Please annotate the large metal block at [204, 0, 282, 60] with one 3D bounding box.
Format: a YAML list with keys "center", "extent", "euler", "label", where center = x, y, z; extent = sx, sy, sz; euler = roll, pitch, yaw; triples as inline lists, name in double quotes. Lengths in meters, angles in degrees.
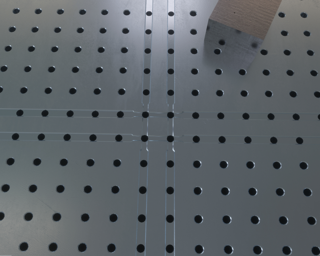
- center: [0.121, -0.160, 0.458]
  extent: [0.080, 0.050, 0.080]
  euler: [25, 72, 9]
  label: "large metal block"
